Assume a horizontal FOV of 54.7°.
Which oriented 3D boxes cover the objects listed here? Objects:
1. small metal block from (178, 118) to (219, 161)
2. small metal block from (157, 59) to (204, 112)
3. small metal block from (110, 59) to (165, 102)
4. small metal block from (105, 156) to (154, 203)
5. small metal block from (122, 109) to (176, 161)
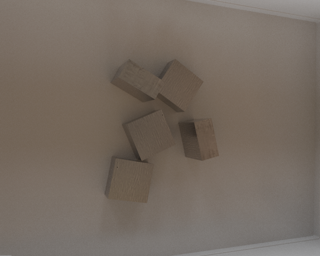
[{"bbox_3d":[0.051,0.014,0.416,0.025,0.050,0.050,-14,95,-19],"label":"small metal block"},{"bbox_3d":[0.022,-0.056,0.418,0.050,0.025,0.050,35,79,-17],"label":"small metal block"},{"bbox_3d":[-0.029,-0.057,0.386,0.050,0.050,0.025,30,80,-18],"label":"small metal block"},{"bbox_3d":[-0.039,0.066,0.396,0.050,0.025,0.050,12,86,-20],"label":"small metal block"},{"bbox_3d":[-0.015,0.009,0.405,0.050,0.025,0.050,-25,98,-18],"label":"small metal block"}]
